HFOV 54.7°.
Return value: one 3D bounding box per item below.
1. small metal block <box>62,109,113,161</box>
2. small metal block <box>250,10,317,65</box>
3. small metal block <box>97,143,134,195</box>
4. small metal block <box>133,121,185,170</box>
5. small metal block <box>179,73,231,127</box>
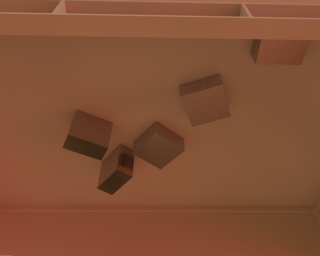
[{"bbox_3d":[-0.092,0.009,0.399,0.050,0.050,0.025,21,127,-18],"label":"small metal block"},{"bbox_3d":[0.129,-0.096,0.330,0.050,0.025,0.050,0,130,-1],"label":"small metal block"},{"bbox_3d":[-0.062,0.059,0.442,0.025,0.050,0.050,31,123,-24],"label":"small metal block"},{"bbox_3d":[-0.002,0.025,0.430,0.050,0.025,0.050,33,123,-25],"label":"small metal block"},{"bbox_3d":[0.056,-0.033,0.382,0.050,0.025,0.050,-16,129,12],"label":"small metal block"}]
